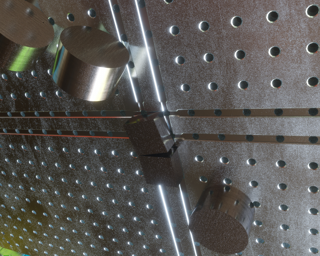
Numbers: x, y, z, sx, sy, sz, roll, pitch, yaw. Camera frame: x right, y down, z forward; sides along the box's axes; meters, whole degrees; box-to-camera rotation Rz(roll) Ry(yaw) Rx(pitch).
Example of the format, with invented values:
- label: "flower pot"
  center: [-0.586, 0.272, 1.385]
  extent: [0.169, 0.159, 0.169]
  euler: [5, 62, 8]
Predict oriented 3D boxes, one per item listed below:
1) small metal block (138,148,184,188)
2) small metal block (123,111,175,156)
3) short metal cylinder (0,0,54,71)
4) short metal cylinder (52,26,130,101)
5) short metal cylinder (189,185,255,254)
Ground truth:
- label: "small metal block"
  center: [0.002, 0.055, 0.444]
  extent: [0.050, 0.025, 0.050]
  euler: [1, 119, 27]
- label: "small metal block"
  center: [-0.015, 0.008, 0.424]
  extent: [0.050, 0.025, 0.050]
  euler: [-10, 114, 32]
- label: "short metal cylinder"
  center: [-0.186, -0.121, 0.399]
  extent: [0.080, 0.080, 0.050]
  euler: [49, 129, -6]
- label: "short metal cylinder"
  center: [-0.083, -0.078, 0.371]
  extent: [0.080, 0.080, 0.050]
  euler: [35, 129, 5]
- label: "short metal cylinder"
  center: [0.086, 0.126, 0.428]
  extent: [0.080, 0.050, 0.079]
  euler: [13, 124, 21]
